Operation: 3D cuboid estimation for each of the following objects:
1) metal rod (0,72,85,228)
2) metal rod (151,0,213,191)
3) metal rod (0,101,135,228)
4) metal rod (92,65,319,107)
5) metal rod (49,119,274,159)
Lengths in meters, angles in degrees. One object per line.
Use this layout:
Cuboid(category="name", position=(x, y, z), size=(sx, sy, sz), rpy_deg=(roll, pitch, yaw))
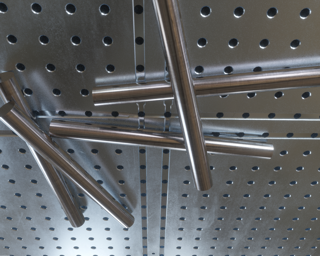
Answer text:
Cuboid(category="metal rod", position=(-0.164, 0.054, 0.454), size=(0.025, 0.025, 0.298), rpy_deg=(-6, 130, 4))
Cuboid(category="metal rod", position=(0.025, -0.049, 0.340), size=(0.025, 0.025, 0.298), rpy_deg=(-10, 121, 8))
Cuboid(category="metal rod", position=(-0.117, 0.073, 0.454), size=(0.025, 0.025, 0.299), rpy_deg=(-19, 133, 15))
Cuboid(category="metal rod", position=(0.071, -0.051, 0.369), size=(0.302, 0.025, 0.025), rpy_deg=(-5, 130, 3))
Cuboid(category="metal rod", position=(0.006, 0.016, 0.425), size=(0.302, 0.025, 0.025), rpy_deg=(6, 130, -6))
